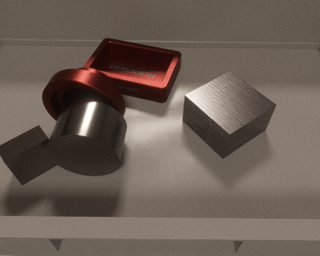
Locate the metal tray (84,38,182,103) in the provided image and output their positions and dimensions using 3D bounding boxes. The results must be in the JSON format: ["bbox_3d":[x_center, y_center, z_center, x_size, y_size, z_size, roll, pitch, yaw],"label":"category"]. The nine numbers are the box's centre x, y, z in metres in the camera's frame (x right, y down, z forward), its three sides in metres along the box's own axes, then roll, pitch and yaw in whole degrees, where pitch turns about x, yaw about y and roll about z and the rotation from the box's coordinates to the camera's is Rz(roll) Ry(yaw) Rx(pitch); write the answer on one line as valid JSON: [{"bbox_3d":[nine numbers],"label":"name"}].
[{"bbox_3d":[-0.041,-0.092,0.478,0.131,0.030,0.090,14,51,10],"label":"metal tray"}]

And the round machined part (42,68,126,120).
[{"bbox_3d":[-0.091,-0.036,0.387,0.099,0.097,0.042,9,51,7],"label":"round machined part"}]

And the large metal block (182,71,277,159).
[{"bbox_3d":[0.088,-0.019,0.406,0.081,0.050,0.080,-29,56,-23],"label":"large metal block"}]

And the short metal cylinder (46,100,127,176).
[{"bbox_3d":[-0.082,0.013,0.357,0.080,0.080,0.050,4,50,3],"label":"short metal cylinder"}]

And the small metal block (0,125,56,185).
[{"bbox_3d":[-0.150,0.032,0.359,0.050,0.050,0.025,-32,57,-22],"label":"small metal block"}]
